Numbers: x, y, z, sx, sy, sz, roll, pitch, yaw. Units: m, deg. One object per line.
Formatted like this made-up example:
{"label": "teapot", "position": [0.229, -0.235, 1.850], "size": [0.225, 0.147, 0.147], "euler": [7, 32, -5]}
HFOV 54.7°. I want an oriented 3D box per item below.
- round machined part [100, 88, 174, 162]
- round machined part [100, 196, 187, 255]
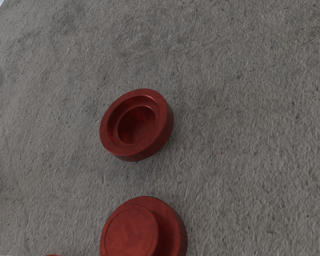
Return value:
{"label": "round machined part", "position": [-0.026, 0.000, 0.407], "size": [0.098, 0.042, 0.098], "euler": [-13, 56, 21]}
{"label": "round machined part", "position": [-0.024, 0.120, 0.332], "size": [0.098, 0.042, 0.098], "euler": [-13, 56, 21]}
